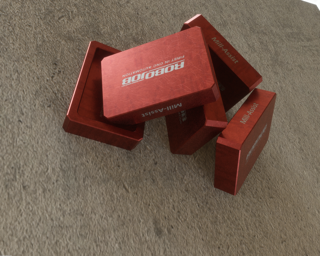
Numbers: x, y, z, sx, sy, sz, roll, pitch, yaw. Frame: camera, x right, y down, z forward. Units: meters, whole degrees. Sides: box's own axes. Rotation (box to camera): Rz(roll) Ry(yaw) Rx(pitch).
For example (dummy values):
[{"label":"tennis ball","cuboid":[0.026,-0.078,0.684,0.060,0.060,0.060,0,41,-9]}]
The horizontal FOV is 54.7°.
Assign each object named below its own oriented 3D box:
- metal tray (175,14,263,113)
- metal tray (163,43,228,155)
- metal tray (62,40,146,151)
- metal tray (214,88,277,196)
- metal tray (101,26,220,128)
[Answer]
[{"label":"metal tray","cuboid":[0.076,-0.091,0.459,0.030,0.090,0.130,-41,85,-25]},{"label":"metal tray","cuboid":[0.038,-0.040,0.411,0.030,0.090,0.130,6,60,-26]},{"label":"metal tray","cuboid":[-0.062,-0.044,0.397,0.091,0.030,0.130,18,54,-18]},{"label":"metal tray","cuboid":[0.116,0.016,0.418,0.030,0.089,0.131,20,45,28]},{"label":"metal tray","cuboid":[-0.004,-0.059,0.368,0.130,0.030,0.090,-15,62,13]}]
